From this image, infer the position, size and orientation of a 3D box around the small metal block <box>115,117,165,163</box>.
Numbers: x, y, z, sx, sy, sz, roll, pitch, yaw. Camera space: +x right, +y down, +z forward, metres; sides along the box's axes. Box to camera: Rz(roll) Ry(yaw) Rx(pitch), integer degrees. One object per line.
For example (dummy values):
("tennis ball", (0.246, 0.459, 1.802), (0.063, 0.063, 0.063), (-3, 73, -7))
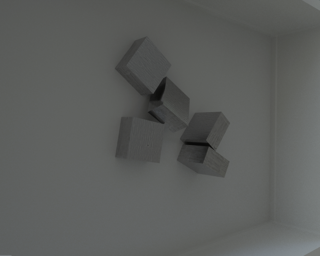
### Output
("small metal block", (-0.024, 0.015, 0.386), (0.050, 0.025, 0.050), (13, 82, -39))

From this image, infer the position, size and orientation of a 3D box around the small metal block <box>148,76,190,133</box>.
("small metal block", (0.013, -0.030, 0.405), (0.050, 0.025, 0.050), (39, 41, -33))

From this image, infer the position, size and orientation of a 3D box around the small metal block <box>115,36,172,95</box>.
("small metal block", (-0.020, -0.077, 0.389), (0.050, 0.025, 0.050), (45, 63, -31))

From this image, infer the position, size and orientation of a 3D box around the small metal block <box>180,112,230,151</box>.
("small metal block", (0.064, 0.004, 0.444), (0.025, 0.050, 0.050), (47, 62, -30))

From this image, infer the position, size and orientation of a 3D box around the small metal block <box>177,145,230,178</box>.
("small metal block", (0.062, 0.047, 0.442), (0.050, 0.050, 0.025), (35, 69, -35))
